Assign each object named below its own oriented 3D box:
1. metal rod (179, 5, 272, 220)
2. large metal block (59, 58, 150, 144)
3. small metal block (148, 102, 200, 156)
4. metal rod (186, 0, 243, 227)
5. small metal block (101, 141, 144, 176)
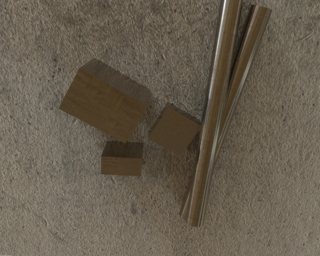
[{"bbox_3d":[0.079,-0.005,0.409,0.025,0.025,0.298,14,109,-6],"label":"metal rod"},{"bbox_3d":[-0.060,-0.036,0.366,0.080,0.080,0.050,29,107,-11],"label":"large metal block"},{"bbox_3d":[0.019,0.001,0.411,0.050,0.025,0.050,29,107,-11],"label":"small metal block"},{"bbox_3d":[0.066,-0.018,0.384,0.025,0.025,0.298,7,103,-3],"label":"metal rod"},{"bbox_3d":[-0.049,0.040,0.410,0.050,0.050,0.025,4,110,-2],"label":"small metal block"}]
